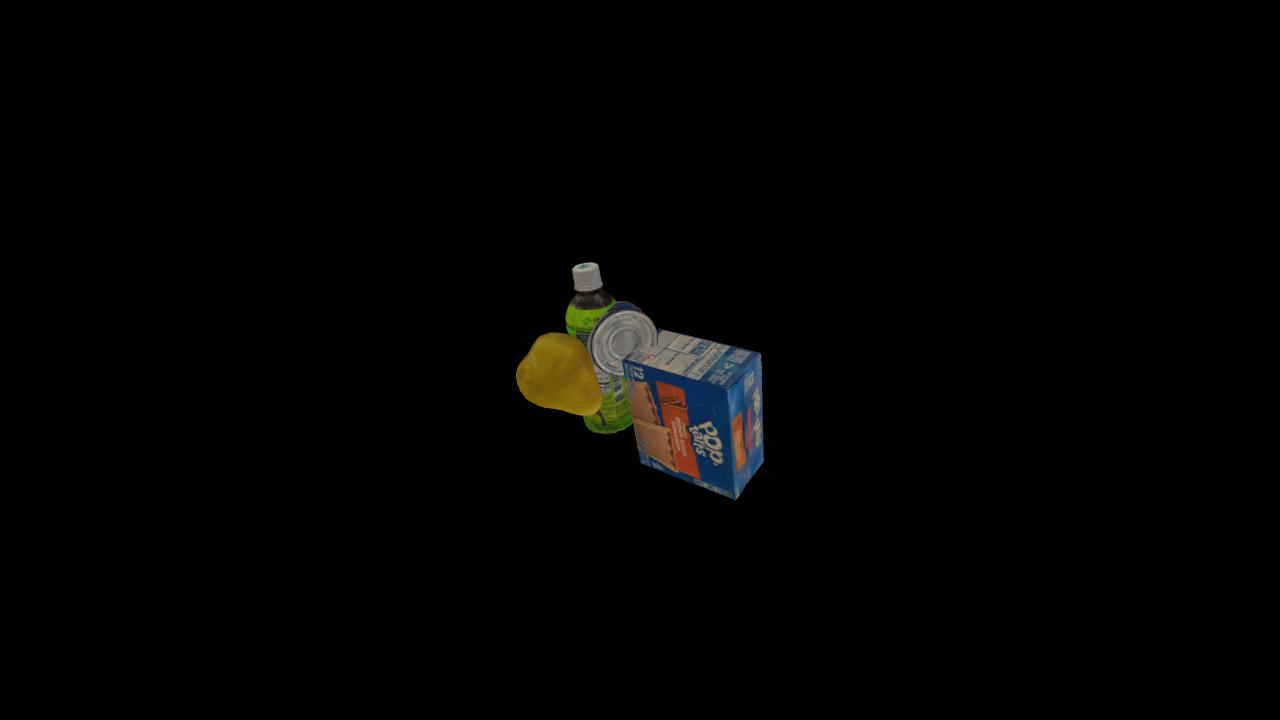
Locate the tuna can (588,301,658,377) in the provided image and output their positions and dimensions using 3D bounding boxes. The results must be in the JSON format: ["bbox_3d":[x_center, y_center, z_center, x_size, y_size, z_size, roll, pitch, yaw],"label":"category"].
[{"bbox_3d":[-0.022,-0.024,0.718,0.084,0.084,0.034,0,20,-22],"label":"tuna can"}]

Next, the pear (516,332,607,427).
[{"bbox_3d":[-0.069,0.023,0.633,0.111,0.080,0.080,34,-7,-10],"label":"pear"}]

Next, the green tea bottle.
[{"bbox_3d":[-0.049,-0.013,0.742,0.073,0.212,0.073,-4,30,2],"label":"green tea bottle"}]

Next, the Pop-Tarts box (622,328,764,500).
[{"bbox_3d":[0.067,0.063,0.737,0.141,0.167,0.083,16,42,32],"label":"Pop-Tarts box"}]
